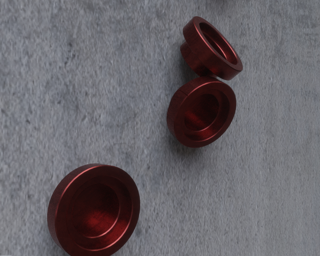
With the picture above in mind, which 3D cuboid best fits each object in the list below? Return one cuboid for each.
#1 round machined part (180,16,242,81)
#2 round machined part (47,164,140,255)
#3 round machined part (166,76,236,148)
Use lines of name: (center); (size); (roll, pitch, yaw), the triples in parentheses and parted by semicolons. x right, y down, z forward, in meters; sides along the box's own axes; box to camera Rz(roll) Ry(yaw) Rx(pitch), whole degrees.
round machined part: (0.067, -0.104, 0.432); (0.098, 0.042, 0.098); (32, 36, -26)
round machined part: (-0.073, 0.087, 0.334); (0.099, 0.042, 0.097); (0, 90, -40)
round machined part: (0.052, -0.025, 0.422); (0.099, 0.042, 0.097); (-16, 125, -23)
